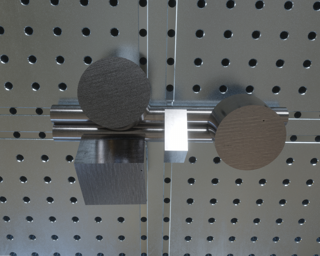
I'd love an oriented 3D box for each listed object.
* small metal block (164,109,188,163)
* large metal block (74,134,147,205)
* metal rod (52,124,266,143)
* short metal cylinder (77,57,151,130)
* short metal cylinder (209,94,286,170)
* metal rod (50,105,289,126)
[{"bbox_3d":[0.018,0.011,0.370,0.025,0.050,0.050,1,68,-1],"label":"small metal block"},{"bbox_3d":[-0.059,0.055,0.401,0.081,0.050,0.079,-1,130,0],"label":"large metal block"},{"bbox_3d":[0.012,0.007,0.412,0.302,0.025,0.025,1,110,-1],"label":"metal rod"},{"bbox_3d":[-0.051,-0.038,0.366,0.081,0.050,0.080,0,86,-1],"label":"short metal cylinder"},{"bbox_3d":[0.102,0.004,0.372,0.081,0.050,0.079,0,110,0],"label":"short metal cylinder"},{"bbox_3d":[0.013,-0.017,0.404,0.302,0.025,0.025,1,110,-1],"label":"metal rod"}]
